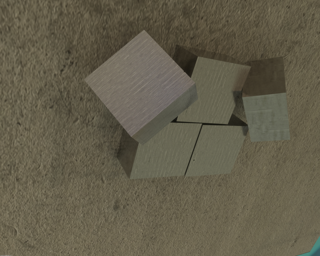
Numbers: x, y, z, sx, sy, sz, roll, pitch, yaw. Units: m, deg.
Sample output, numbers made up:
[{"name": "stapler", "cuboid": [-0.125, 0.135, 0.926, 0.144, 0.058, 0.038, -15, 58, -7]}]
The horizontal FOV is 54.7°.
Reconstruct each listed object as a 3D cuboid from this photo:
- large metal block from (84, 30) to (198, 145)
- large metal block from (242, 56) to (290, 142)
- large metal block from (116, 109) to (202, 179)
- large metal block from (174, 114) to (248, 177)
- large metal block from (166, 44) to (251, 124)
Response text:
[{"name": "large metal block", "cuboid": [-0.018, -0.041, 0.330, 0.080, 0.080, 0.050, -40, 164, -1]}, {"name": "large metal block", "cuboid": [0.146, -0.039, 0.423, 0.050, 0.080, 0.080, -5, 132, 23]}, {"name": "large metal block", "cuboid": [-0.003, 0.017, 0.402, 0.081, 0.050, 0.079, 1, 118, -30]}, {"name": "large metal block", "cuboid": [0.068, 0.020, 0.441, 0.081, 0.050, 0.079, 1, 118, -30]}, {"name": "large metal block", "cuboid": [0.055, -0.053, 0.391, 0.081, 0.050, 0.079, 3, 117, -30]}]
